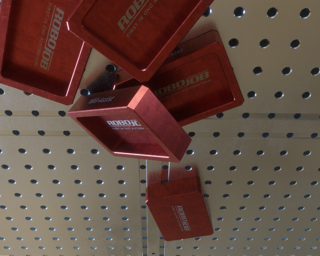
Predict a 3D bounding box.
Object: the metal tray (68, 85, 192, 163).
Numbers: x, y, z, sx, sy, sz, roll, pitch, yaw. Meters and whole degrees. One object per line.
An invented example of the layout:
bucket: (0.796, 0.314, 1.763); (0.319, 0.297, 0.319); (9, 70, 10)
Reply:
metal tray: (-0.039, -0.002, 0.360); (0.130, 0.030, 0.090); (-1, 140, 47)

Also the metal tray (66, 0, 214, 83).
metal tray: (-0.010, -0.118, 0.281); (0.090, 0.030, 0.130); (34, 104, -27)

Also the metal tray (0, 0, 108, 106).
metal tray: (-0.119, -0.093, 0.327); (0.091, 0.030, 0.129); (19, 128, -16)

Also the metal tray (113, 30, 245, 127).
metal tray: (0.023, -0.047, 0.368); (0.130, 0.030, 0.090); (-20, 128, 16)

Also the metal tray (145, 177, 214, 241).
metal tray: (0.036, 0.143, 0.531); (0.090, 0.030, 0.129); (-12, 130, 9)
